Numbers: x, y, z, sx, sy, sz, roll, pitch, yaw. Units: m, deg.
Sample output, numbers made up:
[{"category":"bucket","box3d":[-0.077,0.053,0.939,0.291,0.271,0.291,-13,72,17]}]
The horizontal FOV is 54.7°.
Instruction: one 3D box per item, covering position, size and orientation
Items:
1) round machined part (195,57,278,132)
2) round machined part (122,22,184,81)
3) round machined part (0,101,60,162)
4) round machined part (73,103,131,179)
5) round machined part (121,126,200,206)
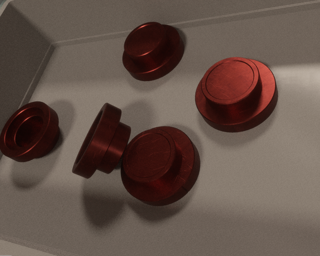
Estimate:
[{"category":"round machined part","box3d":[0.089,-0.047,0.376,0.098,0.042,0.098,-13,56,20]},{"category":"round machined part","box3d":[-0.016,-0.124,0.478,0.098,0.042,0.098,-13,56,20]},{"category":"round machined part","box3d":[-0.200,0.010,0.491,0.098,0.042,0.098,-13,56,20]},{"category":"round machined part","box3d":[-0.071,0.020,0.397,0.097,0.042,0.098,-55,18,28]},{"category":"round machined part","box3d":[-0.005,0.040,0.372,0.098,0.042,0.098,-13,56,20]}]
